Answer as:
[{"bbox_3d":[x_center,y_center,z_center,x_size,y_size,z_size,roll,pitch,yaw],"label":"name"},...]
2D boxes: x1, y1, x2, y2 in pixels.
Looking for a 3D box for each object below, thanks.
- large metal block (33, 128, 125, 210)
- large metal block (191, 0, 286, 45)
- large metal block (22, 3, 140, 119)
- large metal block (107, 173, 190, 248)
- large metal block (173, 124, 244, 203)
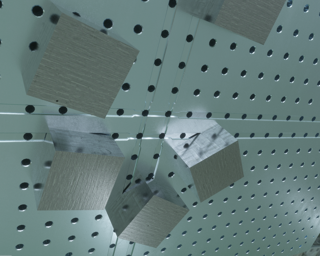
[{"bbox_3d":[-0.100,0.051,0.373,0.081,0.050,0.079,10,114,-33],"label":"large metal block"},{"bbox_3d":[0.095,-0.151,0.355,0.081,0.050,0.079,9,114,-33],"label":"large metal block"},{"bbox_3d":[-0.081,-0.065,0.312,0.081,0.050,0.080,19,108,-36],"label":"large metal block"},{"bbox_3d":[-0.017,0.125,0.465,0.080,0.050,0.080,33,100,-39],"label":"large metal block"},{"bbox_3d":[0.075,0.053,0.471,0.080,0.050,0.080,-28,128,-11],"label":"large metal block"}]
